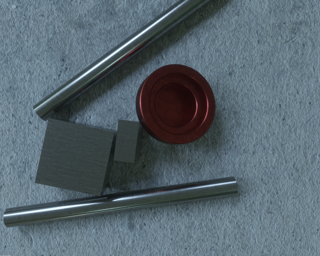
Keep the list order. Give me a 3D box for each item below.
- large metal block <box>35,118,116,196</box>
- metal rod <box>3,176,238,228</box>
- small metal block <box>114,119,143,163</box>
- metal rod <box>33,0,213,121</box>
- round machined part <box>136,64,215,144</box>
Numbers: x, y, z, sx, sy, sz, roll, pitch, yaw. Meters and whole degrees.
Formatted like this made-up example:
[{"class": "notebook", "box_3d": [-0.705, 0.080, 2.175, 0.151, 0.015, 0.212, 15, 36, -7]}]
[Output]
[{"class": "large metal block", "box_3d": [-0.103, 0.035, 0.396, 0.080, 0.050, 0.080, 12, 90, -1]}, {"class": "metal rod", "box_3d": [-0.050, 0.097, 0.409, 0.302, 0.025, 0.025, -8, 90, -1]}, {"class": "small metal block", "box_3d": [-0.038, 0.016, 0.396, 0.025, 0.050, 0.050, 7, 90, 4]}, {"class": "metal rod", "box_3d": [-0.037, -0.108, 0.409, 0.301, 0.025, 0.025, -36, 90, -1]}, {"class": "round machined part", "box_3d": [0.017, -0.028, 0.392, 0.099, 0.042, 0.097, 2, 84, -19]}]
